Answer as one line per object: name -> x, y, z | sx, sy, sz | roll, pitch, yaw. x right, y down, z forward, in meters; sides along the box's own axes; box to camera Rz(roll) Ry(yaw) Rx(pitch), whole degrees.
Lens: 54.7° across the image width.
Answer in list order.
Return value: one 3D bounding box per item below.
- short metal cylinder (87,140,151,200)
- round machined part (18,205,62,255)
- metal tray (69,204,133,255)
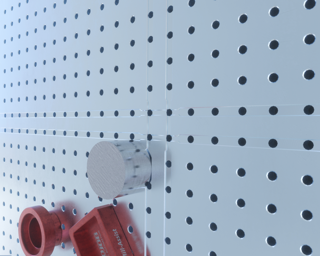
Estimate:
short metal cylinder -> -0.059, 0.057, 0.442 | 0.080, 0.050, 0.079 | 0, 90, 40
round machined part -> -0.223, 0.194, 0.582 | 0.098, 0.042, 0.097 | 0, 90, 40
metal tray -> -0.086, 0.196, 0.477 | 0.090, 0.030, 0.130 | -43, 64, 31
